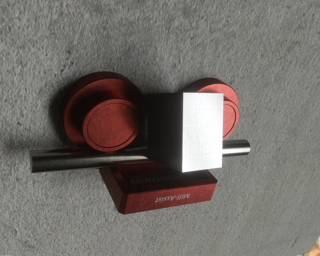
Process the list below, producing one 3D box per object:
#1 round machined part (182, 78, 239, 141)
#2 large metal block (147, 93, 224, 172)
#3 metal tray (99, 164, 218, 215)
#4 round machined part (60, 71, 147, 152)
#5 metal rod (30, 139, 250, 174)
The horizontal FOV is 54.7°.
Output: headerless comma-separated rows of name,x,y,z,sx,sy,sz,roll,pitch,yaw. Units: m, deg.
round machined part,0.069,-0.016,0.426,0.099,0.042,0.097,-14,125,-21
large metal block,0.026,0.000,0.354,0.050,0.080,0.079,-2,96,-28
metal tray,-0.003,0.062,0.404,0.131,0.090,0.030,-1,119,-28
round machined part,-0.060,-0.012,0.356,0.099,0.042,0.097,-14,125,-21
metal rod,-0.004,0.033,0.401,0.303,0.025,0.025,-1,119,-28
